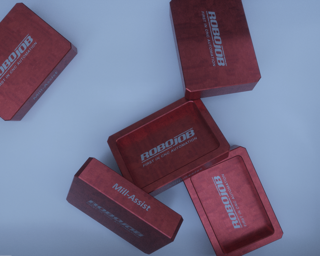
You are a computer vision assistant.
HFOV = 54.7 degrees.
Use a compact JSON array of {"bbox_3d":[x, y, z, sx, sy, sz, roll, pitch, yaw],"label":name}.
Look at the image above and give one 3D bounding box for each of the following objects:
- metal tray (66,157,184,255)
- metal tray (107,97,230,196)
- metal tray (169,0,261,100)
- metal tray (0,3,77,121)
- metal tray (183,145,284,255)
[{"bbox_3d":[-0.047,0.099,0.378,0.130,0.089,0.030,34,52,-1],"label":"metal tray"},{"bbox_3d":[0.010,0.024,0.392,0.130,0.030,0.090,-28,67,-1],"label":"metal tray"},{"bbox_3d":[0.066,-0.107,0.394,0.091,0.030,0.129,-9,75,-1],"label":"metal tray"},{"bbox_3d":[-0.186,-0.084,0.406,0.090,0.030,0.130,40,90,-1],"label":"metal tray"},{"bbox_3d":[0.092,0.098,0.410,0.090,0.030,0.129,-24,90,-1],"label":"metal tray"}]
